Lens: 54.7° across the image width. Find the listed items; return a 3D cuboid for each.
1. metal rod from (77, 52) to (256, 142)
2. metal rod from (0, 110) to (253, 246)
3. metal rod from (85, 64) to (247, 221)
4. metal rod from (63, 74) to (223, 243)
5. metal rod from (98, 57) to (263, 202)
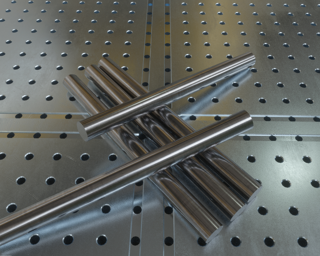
[{"bbox_3d":[0.029,-0.054,0.427,0.302,0.025,0.025,-26,55,-31],"label":"metal rod"},{"bbox_3d":[-0.034,0.050,0.338,0.302,0.025,0.025,-24,54,-9],"label":"metal rod"},{"bbox_3d":[-0.011,0.002,0.406,0.025,0.025,0.300,-32,57,-24],"label":"metal rod"},{"bbox_3d":[-0.039,0.019,0.390,0.025,0.025,0.300,-32,57,-24],"label":"metal rod"},{"bbox_3d":[0.009,-0.014,0.419,0.025,0.025,0.300,-33,58,-25],"label":"metal rod"}]
